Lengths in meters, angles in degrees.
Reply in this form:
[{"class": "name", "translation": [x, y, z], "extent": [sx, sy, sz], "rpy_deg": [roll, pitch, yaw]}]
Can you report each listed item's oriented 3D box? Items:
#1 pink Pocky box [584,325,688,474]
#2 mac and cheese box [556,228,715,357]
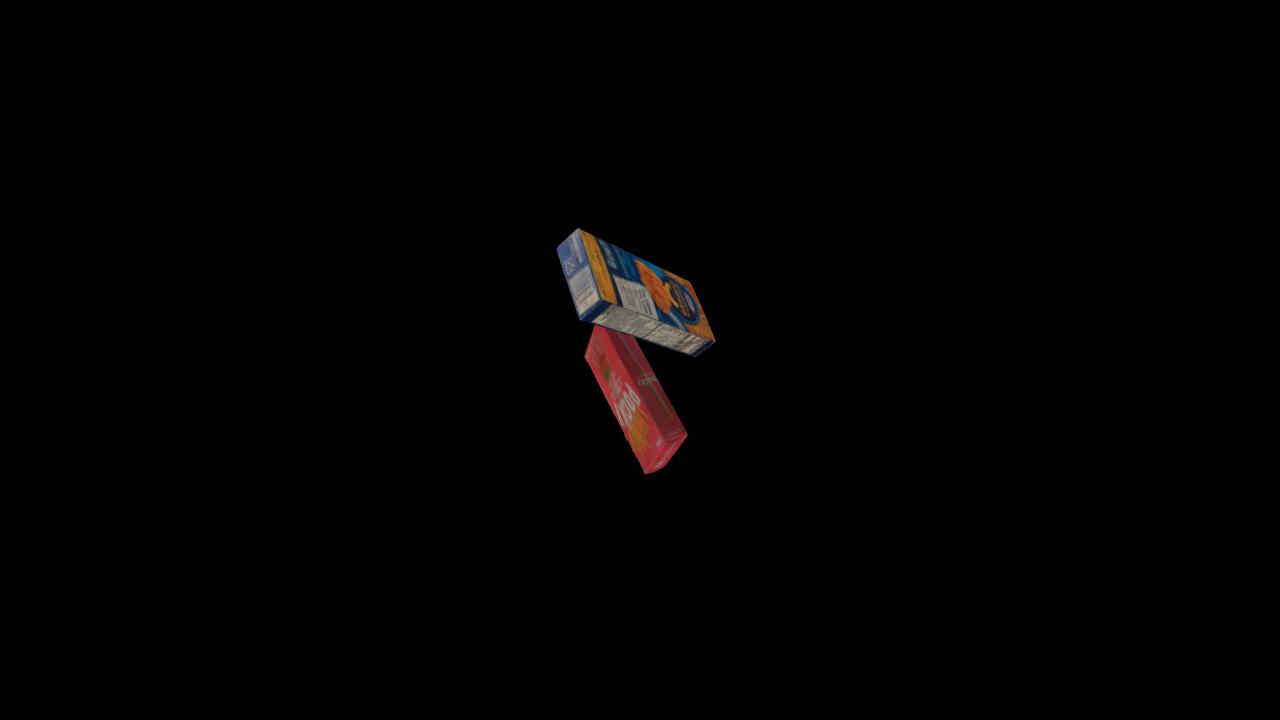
[{"class": "pink Pocky box", "translation": [-0.008, 0.033, 0.634], "extent": [0.029, 0.155, 0.084], "rpy_deg": [-18, -24, -25]}, {"class": "mac and cheese box", "translation": [0.001, -0.066, 0.651], "extent": [0.041, 0.093, 0.184], "rpy_deg": [-38, -33, 28]}]
